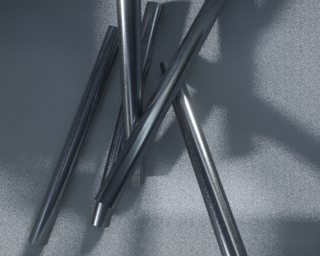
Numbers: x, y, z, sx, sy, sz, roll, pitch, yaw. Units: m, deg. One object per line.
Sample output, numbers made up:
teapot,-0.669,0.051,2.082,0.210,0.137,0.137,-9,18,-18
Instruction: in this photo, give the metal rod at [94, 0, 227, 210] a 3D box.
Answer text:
metal rod,0.009,-0.046,0.370,0.025,0.025,0.300,28,75,0

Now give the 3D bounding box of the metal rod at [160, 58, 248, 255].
metal rod,0.051,0.046,0.354,0.025,0.025,0.299,-17,67,0

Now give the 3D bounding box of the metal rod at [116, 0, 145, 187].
metal rod,-0.032,-0.063,0.349,0.025,0.025,0.298,0,116,0

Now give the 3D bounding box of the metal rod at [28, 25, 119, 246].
metal rod,-0.109,0.010,0.409,0.025,0.025,0.299,21,90,-1

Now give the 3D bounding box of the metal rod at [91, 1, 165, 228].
metal rod,-0.042,-0.018,0.410,0.025,0.025,0.298,14,90,-1
